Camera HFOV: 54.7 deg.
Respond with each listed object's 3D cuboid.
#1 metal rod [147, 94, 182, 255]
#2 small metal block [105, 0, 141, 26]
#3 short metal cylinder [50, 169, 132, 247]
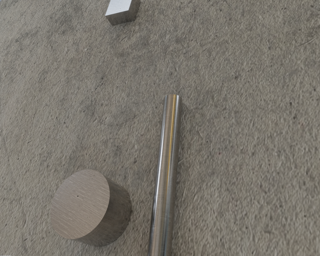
[{"bbox_3d":[0.003,0.092,0.344,0.025,0.025,0.299,-8,58,24],"label":"metal rod"},{"bbox_3d":[-0.068,-0.221,0.573,0.050,0.025,0.050,-2,61,26],"label":"small metal block"},{"bbox_3d":[-0.081,0.096,0.370,0.080,0.050,0.080,-13,56,20],"label":"short metal cylinder"}]
